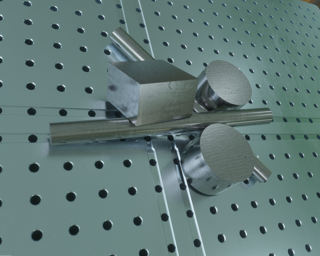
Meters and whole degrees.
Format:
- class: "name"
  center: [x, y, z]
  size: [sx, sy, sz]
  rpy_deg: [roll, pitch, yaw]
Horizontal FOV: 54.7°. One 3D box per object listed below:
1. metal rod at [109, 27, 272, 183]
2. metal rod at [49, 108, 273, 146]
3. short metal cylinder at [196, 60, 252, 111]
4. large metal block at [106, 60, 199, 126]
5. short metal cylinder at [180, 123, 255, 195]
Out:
- class: "metal rod"
  center: [0.043, -0.034, 0.448]
  size: [0.300, 0.025, 0.025]
  rpy_deg: [44, 51, 2]
- class: "metal rod"
  center: [0.019, -0.005, 0.396]
  size: [0.303, 0.025, 0.025]
  rpy_deg: [-5, 64, -24]
- class: "short metal cylinder"
  center: [0.091, -0.056, 0.471]
  size: [0.081, 0.050, 0.080]
  rpy_deg: [14, 56, -21]
- class: "large metal block"
  center: [-0.012, -0.048, 0.387]
  size: [0.081, 0.050, 0.080]
  rpy_deg: [-11, 33, -32]
- class: "short metal cylinder"
  center: [0.074, 0.041, 0.402]
  size: [0.081, 0.050, 0.080]
  rpy_deg: [14, 56, -21]
